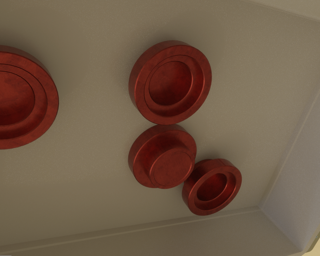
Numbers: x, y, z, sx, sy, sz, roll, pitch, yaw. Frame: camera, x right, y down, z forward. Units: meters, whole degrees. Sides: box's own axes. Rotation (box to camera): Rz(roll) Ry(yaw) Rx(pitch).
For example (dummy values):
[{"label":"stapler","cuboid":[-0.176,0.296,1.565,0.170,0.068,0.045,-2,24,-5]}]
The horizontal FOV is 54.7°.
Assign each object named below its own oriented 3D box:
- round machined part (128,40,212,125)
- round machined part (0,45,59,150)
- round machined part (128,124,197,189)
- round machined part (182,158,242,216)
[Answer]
[{"label":"round machined part","cuboid":[0.009,-0.056,0.368,0.099,0.042,0.097,-14,124,-21]},{"label":"round machined part","cuboid":[-0.151,-0.031,0.296,0.099,0.042,0.097,-14,124,-21]},{"label":"round machined part","cuboid":[0.009,0.046,0.431,0.099,0.042,0.097,-14,124,-21]},{"label":"round machined part","cuboid":[0.078,0.089,0.495,0.099,0.042,0.097,-14,124,-21]}]
